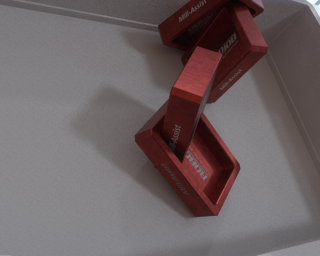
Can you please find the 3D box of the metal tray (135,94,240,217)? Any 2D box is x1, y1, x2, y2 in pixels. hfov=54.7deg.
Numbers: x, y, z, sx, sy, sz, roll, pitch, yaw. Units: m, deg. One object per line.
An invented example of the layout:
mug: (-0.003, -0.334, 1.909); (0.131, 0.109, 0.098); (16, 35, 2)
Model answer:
metal tray: (0.039, 0.031, 0.376); (0.130, 0.030, 0.090); (53, 48, -14)

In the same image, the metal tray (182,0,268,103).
metal tray: (0.086, -0.106, 0.449); (0.030, 0.129, 0.090); (-3, 64, -30)

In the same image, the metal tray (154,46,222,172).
metal tray: (0.031, -0.016, 0.359); (0.030, 0.129, 0.090); (21, 47, 9)

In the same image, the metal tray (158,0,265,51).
metal tray: (0.073, -0.160, 0.454); (0.091, 0.130, 0.030); (-1, 70, -49)
